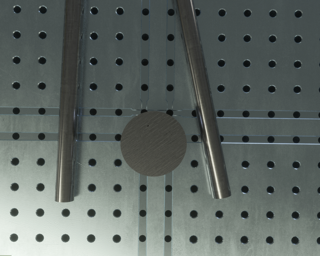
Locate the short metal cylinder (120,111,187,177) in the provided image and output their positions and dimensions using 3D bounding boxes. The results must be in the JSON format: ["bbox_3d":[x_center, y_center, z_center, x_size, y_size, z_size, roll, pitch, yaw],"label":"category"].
[{"bbox_3d":[-0.008,0.019,0.401,0.081,0.050,0.079,0,90,0],"label":"short metal cylinder"}]

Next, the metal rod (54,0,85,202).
[{"bbox_3d":[-0.119,-0.053,0.412,0.025,0.025,0.298,3,90,0],"label":"metal rod"}]

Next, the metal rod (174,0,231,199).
[{"bbox_3d":[0.054,-0.055,0.413,0.025,0.025,0.298,-11,90,0],"label":"metal rod"}]
